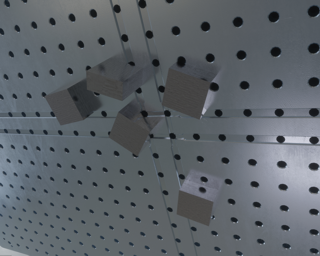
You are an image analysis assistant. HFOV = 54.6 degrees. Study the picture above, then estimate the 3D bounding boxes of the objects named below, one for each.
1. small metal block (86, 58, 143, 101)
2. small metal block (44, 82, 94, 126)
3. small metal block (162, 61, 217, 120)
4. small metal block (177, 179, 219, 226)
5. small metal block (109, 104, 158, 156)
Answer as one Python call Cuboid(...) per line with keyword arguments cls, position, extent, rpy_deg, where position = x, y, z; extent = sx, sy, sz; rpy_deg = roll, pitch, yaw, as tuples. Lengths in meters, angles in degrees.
Cuboid(cls="small metal block", position=(-0.056, -0.062, 0.387), extent=(0.050, 0.050, 0.025), rpy_deg=(19, 126, 17))
Cuboid(cls="small metal block", position=(-0.135, -0.035, 0.462), extent=(0.050, 0.025, 0.050), rpy_deg=(-11, 113, 33))
Cuboid(cls="small metal block", position=(0.034, -0.044, 0.366), extent=(0.050, 0.025, 0.050), rpy_deg=(22, 127, 15))
Cuboid(cls="small metal block", position=(0.054, 0.108, 0.450), extent=(0.050, 0.025, 0.050), rpy_deg=(16, 125, 19))
Cuboid(cls="small metal block", position=(-0.038, 0.003, 0.434), extent=(0.050, 0.025, 0.050), rpy_deg=(33, 129, 6))
